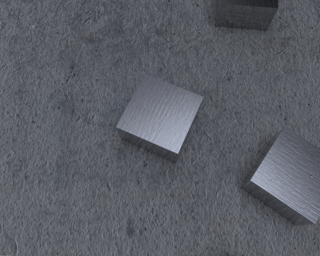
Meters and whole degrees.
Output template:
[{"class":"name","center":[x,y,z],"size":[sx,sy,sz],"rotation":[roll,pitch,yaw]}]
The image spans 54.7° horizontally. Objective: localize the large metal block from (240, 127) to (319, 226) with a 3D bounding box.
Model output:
[{"class":"large metal block","center":[0.158,0.059,0.374],"size":[0.080,0.050,0.080],"rotation":[35,74,11]}]

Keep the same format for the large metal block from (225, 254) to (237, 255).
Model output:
[{"class":"large metal block","center":[0.069,0.193,0.325],"size":[0.080,0.050,0.080],"rotation":[-32,73,-11]}]

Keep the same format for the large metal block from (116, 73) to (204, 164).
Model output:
[{"class":"large metal block","center":[0.001,-0.011,0.399],"size":[0.080,0.050,0.080],"rotation":[23,72,8]}]

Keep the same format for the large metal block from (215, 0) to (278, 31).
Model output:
[{"class":"large metal block","center":[0.129,-0.199,0.468],"size":[0.080,0.050,0.080],"rotation":[5,70,2]}]
